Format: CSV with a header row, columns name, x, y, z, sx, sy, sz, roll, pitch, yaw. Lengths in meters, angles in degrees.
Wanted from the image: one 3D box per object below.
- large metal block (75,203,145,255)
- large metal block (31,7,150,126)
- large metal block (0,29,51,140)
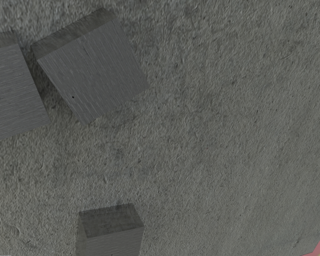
name,x,y,z,sx,sy,sz,roll,pitch,yaw
large metal block,-0.075,0.162,0.450,0.081,0.050,0.079,-3,120,-27
large metal block,-0.069,-0.062,0.314,0.080,0.050,0.080,-32,129,-8
large metal block,-0.157,-0.035,0.283,0.081,0.050,0.080,-21,127,-16
